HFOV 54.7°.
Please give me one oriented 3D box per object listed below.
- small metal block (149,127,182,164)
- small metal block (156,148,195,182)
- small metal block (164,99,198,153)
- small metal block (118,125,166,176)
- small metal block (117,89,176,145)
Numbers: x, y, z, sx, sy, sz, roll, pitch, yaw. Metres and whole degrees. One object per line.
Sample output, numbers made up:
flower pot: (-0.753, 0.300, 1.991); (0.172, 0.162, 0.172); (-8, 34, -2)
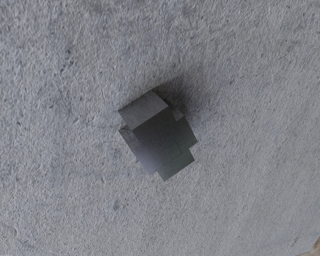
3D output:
small metal block: (-0.003, 0.011, 0.398); (0.025, 0.050, 0.050); (-35, 129, -6)
small metal block: (0.011, 0.037, 0.422); (0.050, 0.050, 0.025); (-34, 129, -6)
small metal block: (0.018, -0.003, 0.401); (0.025, 0.050, 0.050); (-35, 129, -5)
small metal block: (-0.023, 0.025, 0.395); (0.025, 0.050, 0.050); (-35, 129, -6)
small metal block: (-0.017, -0.015, 0.375); (0.050, 0.050, 0.025); (-34, 129, -6)
